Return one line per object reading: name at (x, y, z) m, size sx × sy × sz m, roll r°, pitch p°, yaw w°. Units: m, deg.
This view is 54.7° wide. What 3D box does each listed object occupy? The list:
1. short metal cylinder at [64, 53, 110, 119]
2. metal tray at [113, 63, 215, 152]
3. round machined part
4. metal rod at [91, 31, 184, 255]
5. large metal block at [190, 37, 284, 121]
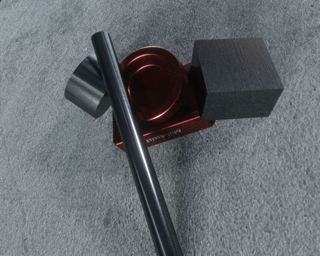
short metal cylinder at (-0.090, -0.060, 0.444) m, size 0.050 × 0.080 × 0.080 m, roll 35°, pitch 79°, yaw 2°
metal tray at (0.000, -0.027, 0.417) m, size 0.130 × 0.030 × 0.090 m, roll -19°, pitch 54°, yaw 16°
round machined part at (-0.010, -0.051, 0.399) m, size 0.098 × 0.042 × 0.098 m, roll -6°, pitch 75°, yaw 22°
metal rod at (-0.030, 0.015, 0.354) m, size 0.025 × 0.025 × 0.299 m, roll -24°, pitch 70°, yaw 13°
large metal block at (0.083, -0.057, 0.358) m, size 0.081 × 0.050 × 0.080 m, roll -4°, pitch 56°, yaw -5°
